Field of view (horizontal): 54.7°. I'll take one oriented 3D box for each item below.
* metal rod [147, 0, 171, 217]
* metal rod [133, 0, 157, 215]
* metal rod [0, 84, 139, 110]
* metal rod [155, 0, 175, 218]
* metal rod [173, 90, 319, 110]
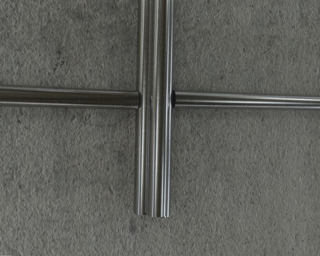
[{"bbox_3d":[-0.001,-0.040,0.389,0.025,0.025,0.298,1,90,-20],"label":"metal rod"},{"bbox_3d":[-0.019,-0.039,0.405,0.025,0.025,0.298,1,90,-20],"label":"metal rod"},{"bbox_3d":[-0.172,-0.037,0.346,0.303,0.025,0.025,0,90,-21],"label":"metal rod"},{"bbox_3d":[0.004,-0.033,0.414,0.025,0.025,0.298,1,90,-20],"label":"metal rod"},{"bbox_3d":[0.158,-0.040,0.470,0.303,0.025,0.025,-1,90,-21],"label":"metal rod"}]
